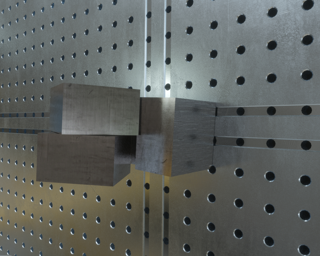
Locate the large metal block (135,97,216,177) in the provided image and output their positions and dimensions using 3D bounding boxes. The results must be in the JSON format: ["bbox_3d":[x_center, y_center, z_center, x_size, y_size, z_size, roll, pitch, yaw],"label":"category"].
[{"bbox_3d":[0.020,0.008,0.355,0.050,0.081,0.079,5,93,39],"label":"large metal block"}]

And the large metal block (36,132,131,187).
[{"bbox_3d":[-0.081,0.030,0.351,0.080,0.080,0.050,3,92,6],"label":"large metal block"}]

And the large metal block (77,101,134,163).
[{"bbox_3d":[-0.082,0.004,0.439,0.050,0.081,0.079,3,92,40],"label":"large metal block"}]

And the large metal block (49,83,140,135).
[{"bbox_3d":[-0.077,-0.020,0.351,0.080,0.081,0.050,6,93,62],"label":"large metal block"}]

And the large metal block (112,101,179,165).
[{"bbox_3d":[-0.022,0.004,0.406,0.080,0.050,0.079,4,92,39],"label":"large metal block"}]
